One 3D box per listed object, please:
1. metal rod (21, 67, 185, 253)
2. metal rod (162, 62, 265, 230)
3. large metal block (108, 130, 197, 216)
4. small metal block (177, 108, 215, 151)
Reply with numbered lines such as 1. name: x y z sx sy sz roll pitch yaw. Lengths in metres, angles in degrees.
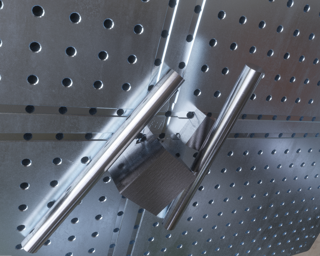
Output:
1. metal rod: -0.076 0.045 0.398 0.299 0.025 0.025 -49 129 6
2. metal rod: 0.064 0.045 0.444 0.025 0.025 0.298 2 127 -30
3. large metal block: -0.009 0.064 0.431 0.080 0.050 0.080 -44 130 2
4. small metal block: 0.062 0.006 0.451 0.050 0.025 0.050 27 104 -38
